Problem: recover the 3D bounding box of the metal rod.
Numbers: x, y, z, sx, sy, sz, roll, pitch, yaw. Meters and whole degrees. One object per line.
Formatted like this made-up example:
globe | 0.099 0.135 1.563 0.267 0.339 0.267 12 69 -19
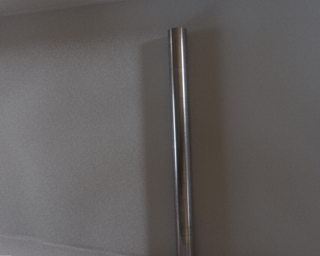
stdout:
metal rod | 0.028 0.023 0.399 0.025 0.025 0.298 -2 89 19
